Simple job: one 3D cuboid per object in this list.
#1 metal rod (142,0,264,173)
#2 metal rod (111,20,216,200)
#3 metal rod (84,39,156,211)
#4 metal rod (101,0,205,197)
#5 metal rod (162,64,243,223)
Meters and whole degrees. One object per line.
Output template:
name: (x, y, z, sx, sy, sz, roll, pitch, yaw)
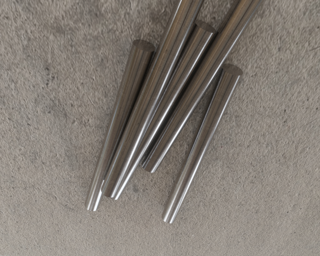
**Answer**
metal rod: (0.044, -0.049, 0.366, 0.025, 0.025, 0.298, 18, 128, -15)
metal rod: (-0.013, 0.000, 0.406, 0.025, 0.025, 0.298, 18, 128, -16)
metal rod: (-0.065, 0.019, 0.422, 0.025, 0.025, 0.298, 14, 129, -12)
metal rod: (-0.020, -0.021, 0.369, 0.025, 0.025, 0.298, 16, 124, -14)
metal rod: (0.049, 0.044, 0.445, 0.025, 0.025, 0.298, 10, 130, -9)
